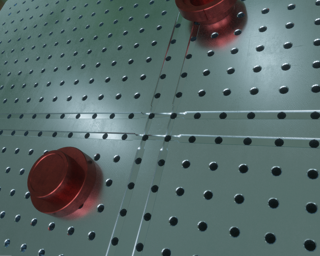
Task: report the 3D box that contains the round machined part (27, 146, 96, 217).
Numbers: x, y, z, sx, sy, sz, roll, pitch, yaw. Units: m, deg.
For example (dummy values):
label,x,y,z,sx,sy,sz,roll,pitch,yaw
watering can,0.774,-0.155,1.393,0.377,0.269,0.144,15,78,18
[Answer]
label,x,y,z,sx,sy,sz,roll,pitch,yaw
round machined part,-0.143,0.069,0.431,0.098,0.042,0.098,-13,56,21

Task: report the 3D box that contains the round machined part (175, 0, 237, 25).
label,x,y,z,sx,sy,sz,roll,pitch,yaw
round machined part,0.076,-0.201,0.481,0.098,0.042,0.098,-13,56,21
